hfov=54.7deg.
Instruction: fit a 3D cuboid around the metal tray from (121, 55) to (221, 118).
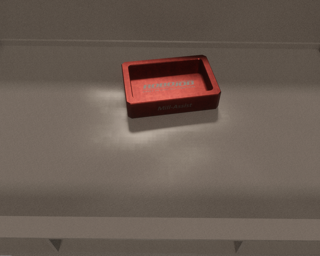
[{"bbox_3d":[0.013,-0.063,0.454,0.131,0.030,0.090,-7,50,-6],"label":"metal tray"}]
